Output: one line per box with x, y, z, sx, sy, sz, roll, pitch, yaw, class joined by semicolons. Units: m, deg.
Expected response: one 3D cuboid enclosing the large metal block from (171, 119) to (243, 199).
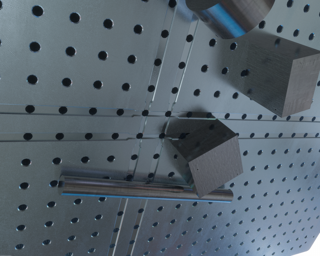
0.073;0.046;0.465;0.080;0.050;0.080;-28;128;-11;large metal block

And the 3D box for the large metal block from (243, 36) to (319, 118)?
0.163;-0.072;0.423;0.050;0.080;0.079;-16;125;-20;large metal block

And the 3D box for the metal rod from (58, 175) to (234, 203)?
-0.001;0.097;0.472;0.302;0.025;0.025;12;113;-34;metal rod

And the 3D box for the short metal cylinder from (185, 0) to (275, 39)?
0.074;-0.143;0.329;0.050;0.080;0.080;30;101;-38;short metal cylinder
